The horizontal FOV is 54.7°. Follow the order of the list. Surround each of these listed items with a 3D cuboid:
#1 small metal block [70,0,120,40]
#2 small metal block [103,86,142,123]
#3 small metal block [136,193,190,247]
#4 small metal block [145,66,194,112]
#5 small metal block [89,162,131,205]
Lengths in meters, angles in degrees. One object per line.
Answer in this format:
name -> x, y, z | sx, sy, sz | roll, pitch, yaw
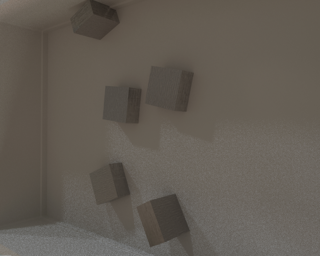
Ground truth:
small metal block -> -0.099, -0.163, 0.473 | 0.050, 0.050, 0.025 | -26, 74, 37
small metal block -> -0.056, -0.034, 0.453 | 0.050, 0.025, 0.050 | 10, 96, 39
small metal block -> 0.004, 0.114, 0.387 | 0.025, 0.050, 0.050 | -34, 69, 35
small metal block -> 0.011, -0.051, 0.398 | 0.050, 0.025, 0.050 | 17, 101, 38
small metal block -> -0.077, 0.085, 0.471 | 0.050, 0.025, 0.050 | -28, 73, 36
